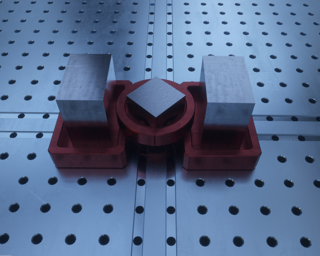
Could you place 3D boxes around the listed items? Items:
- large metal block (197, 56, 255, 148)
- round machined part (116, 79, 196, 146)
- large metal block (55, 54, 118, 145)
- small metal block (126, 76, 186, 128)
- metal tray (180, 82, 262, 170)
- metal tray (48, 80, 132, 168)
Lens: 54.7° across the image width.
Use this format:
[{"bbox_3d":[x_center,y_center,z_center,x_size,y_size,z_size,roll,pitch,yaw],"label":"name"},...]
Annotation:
[{"bbox_3d":[0.076,-0.032,0.381,0.050,0.080,0.080,1,50,1],"label":"large metal block"},{"bbox_3d":[-0.005,-0.016,0.398,0.099,0.042,0.098,0,50,0],"label":"round machined part"},{"bbox_3d":[-0.084,-0.035,0.383,0.050,0.080,0.080,1,50,1],"label":"large metal block"},{"bbox_3d":[-0.005,-0.031,0.381,0.050,0.025,0.050,37,59,27],"label":"small metal block"},{"bbox_3d":[0.074,-0.008,0.410,0.091,0.030,0.130,0,50,0],"label":"metal tray"},{"bbox_3d":[-0.085,-0.010,0.411,0.091,0.030,0.130,1,50,0],"label":"metal tray"}]
